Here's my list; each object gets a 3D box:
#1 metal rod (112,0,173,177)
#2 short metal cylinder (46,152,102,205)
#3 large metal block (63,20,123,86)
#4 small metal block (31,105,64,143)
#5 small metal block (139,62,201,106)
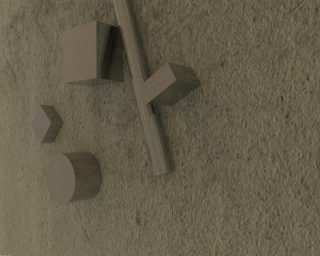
[{"bbox_3d":[-0.031,-0.082,0.427,0.025,0.025,0.299,-23,76,37],"label":"metal rod"},{"bbox_3d":[-0.140,0.079,0.501,0.080,0.050,0.079,0,90,39],"label":"short metal cylinder"},{"bbox_3d":[-0.102,-0.109,0.470,0.080,0.050,0.079,0,90,39],"label":"large metal block"},{"bbox_3d":[-0.210,-0.007,0.575,0.050,0.025,0.050,49,119,28],"label":"small metal block"},{"bbox_3d":[0.012,-0.051,0.377,0.050,0.050,0.025,-37,68,34],"label":"small metal block"}]
